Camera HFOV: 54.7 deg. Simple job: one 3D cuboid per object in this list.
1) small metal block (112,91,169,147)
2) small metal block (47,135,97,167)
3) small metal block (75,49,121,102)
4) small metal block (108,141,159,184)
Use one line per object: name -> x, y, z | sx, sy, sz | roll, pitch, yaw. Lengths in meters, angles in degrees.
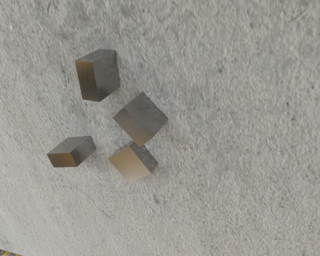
small metal block -> -0.023, -0.012, 0.394 | 0.050, 0.050, 0.025 | 47, 129, -5
small metal block -> -0.137, 0.037, 0.483 | 0.050, 0.050, 0.025 | -5, 116, 30
small metal block -> -0.076, -0.067, 0.388 | 0.025, 0.050, 0.050 | 10, 123, 22
small metal block -> -0.039, 0.049, 0.456 | 0.050, 0.025, 0.050 | -31, 102, 37
